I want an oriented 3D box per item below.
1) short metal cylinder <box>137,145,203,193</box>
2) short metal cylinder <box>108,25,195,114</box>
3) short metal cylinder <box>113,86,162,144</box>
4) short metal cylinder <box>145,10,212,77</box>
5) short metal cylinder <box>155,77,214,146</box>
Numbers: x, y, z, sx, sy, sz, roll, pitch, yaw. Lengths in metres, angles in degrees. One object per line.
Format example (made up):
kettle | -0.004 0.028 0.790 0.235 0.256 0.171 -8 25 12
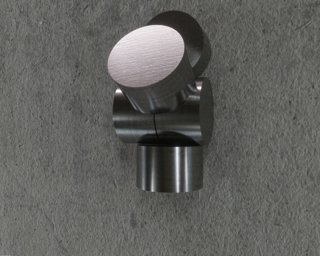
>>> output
short metal cylinder | 0.012 0.045 0.376 0.080 0.080 0.050 0 90 19
short metal cylinder | -0.008 -0.061 0.329 0.080 0.050 0.080 -8 59 14
short metal cylinder | -0.017 -0.020 0.387 0.050 0.080 0.079 1 90 19
short metal cylinder | 0.020 -0.099 0.390 0.080 0.050 0.079 0 90 19
short metal cylinder | 0.032 -0.019 0.369 0.050 0.080 0.079 0 90 20
